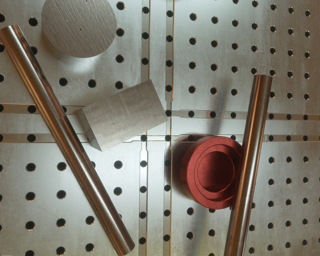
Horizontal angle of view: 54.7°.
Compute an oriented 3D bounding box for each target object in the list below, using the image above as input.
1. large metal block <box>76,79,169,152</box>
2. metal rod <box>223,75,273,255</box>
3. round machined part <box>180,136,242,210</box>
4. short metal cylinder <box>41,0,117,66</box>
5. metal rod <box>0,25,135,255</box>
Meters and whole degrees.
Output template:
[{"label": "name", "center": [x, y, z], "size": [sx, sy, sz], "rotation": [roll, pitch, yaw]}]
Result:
[{"label": "large metal block", "center": [-0.048, -0.015, 0.365], "size": [0.081, 0.080, 0.050], "rotation": [-26, 99, -18]}, {"label": "metal rod", "center": [0.112, 0.078, 0.409], "size": [0.025, 0.025, 0.298], "rotation": [12, 86, -20]}, {"label": "round machined part", "center": [0.073, 0.060, 0.430], "size": [0.099, 0.042, 0.097], "rotation": [0, 90, -20]}, {"label": "short metal cylinder", "center": [-0.096, -0.117, 0.364], "size": [0.081, 0.050, 0.080], "rotation": [0, 90, -20]}, {"label": "metal rod", "center": [-0.107, 0.022, 0.372], "size": [0.025, 0.025, 0.299], "rotation": [-29, 100, -18]}]
